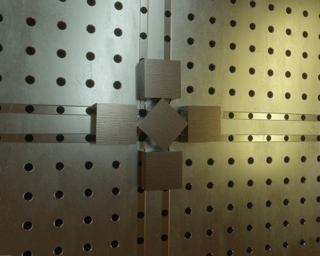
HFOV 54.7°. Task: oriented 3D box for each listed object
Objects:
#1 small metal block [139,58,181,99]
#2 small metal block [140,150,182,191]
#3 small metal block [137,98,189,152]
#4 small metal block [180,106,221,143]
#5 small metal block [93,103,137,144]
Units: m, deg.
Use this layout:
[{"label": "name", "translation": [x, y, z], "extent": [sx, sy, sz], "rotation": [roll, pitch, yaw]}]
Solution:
[{"label": "small metal block", "translation": [0.000, -0.064, 0.413], "extent": [0.050, 0.025, 0.050], "rotation": [-1, 90, -21]}, {"label": "small metal block", "translation": [0.002, 0.056, 0.414], "extent": [0.050, 0.025, 0.050], "rotation": [0, 90, -21]}, {"label": "small metal block", "translation": [0.001, -0.004, 0.413], "extent": [0.050, 0.025, 0.050], "rotation": [44, 76, -15]}, {"label": "small metal block", "translation": [0.057, -0.006, 0.435], "extent": [0.050, 0.025, 0.050], "rotation": [0, 90, -21]}, {"label": "small metal block", "translation": [-0.057, -0.005, 0.392], "extent": [0.050, 0.025, 0.050], "rotation": [1, 90, -21]}]
